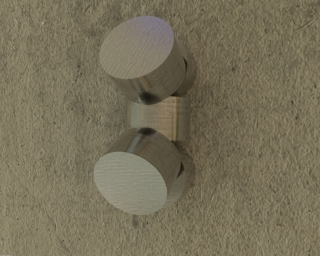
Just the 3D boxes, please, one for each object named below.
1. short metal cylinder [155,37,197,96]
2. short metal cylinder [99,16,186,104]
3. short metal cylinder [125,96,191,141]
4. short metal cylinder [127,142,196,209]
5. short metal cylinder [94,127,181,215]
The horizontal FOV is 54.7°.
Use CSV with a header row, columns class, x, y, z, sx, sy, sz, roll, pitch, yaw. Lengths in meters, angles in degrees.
class,x,y,z,sx,sy,sz,roll,pitch,yaw
short metal cylinder,0.003,-0.077,0.396,0.080,0.050,0.080,0,90,20
short metal cylinder,-0.017,-0.072,0.334,0.080,0.050,0.080,-8,62,15
short metal cylinder,-0.003,-0.011,0.383,0.080,0.080,0.050,2,91,20
short metal cylinder,0.000,0.058,0.397,0.080,0.050,0.080,0,90,20
short metal cylinder,-0.023,0.046,0.335,0.080,0.050,0.079,9,121,16
